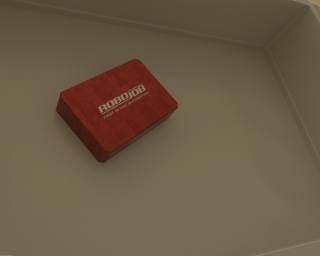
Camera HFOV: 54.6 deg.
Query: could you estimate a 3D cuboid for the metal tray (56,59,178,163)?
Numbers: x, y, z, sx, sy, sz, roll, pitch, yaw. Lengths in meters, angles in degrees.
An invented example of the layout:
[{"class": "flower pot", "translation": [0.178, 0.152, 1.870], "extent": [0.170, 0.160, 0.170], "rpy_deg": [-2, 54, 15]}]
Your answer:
[{"class": "metal tray", "translation": [-0.050, -0.027, 0.392], "extent": [0.090, 0.030, 0.131], "rpy_deg": [49, 51, 6]}]
